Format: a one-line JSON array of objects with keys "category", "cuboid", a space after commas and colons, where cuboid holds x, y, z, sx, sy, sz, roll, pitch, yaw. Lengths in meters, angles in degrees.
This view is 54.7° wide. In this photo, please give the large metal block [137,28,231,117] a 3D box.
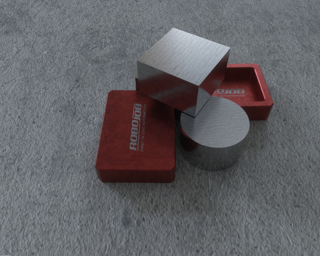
[{"category": "large metal block", "cuboid": [0.029, -0.071, 0.382, 0.080, 0.050, 0.080, 26, 55, 20]}]

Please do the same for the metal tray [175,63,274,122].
[{"category": "metal tray", "cuboid": [0.085, -0.052, 0.446, 0.131, 0.030, 0.090, -1, 50, -1]}]

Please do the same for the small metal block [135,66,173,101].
[{"category": "small metal block", "cuboid": [-0.008, -0.060, 0.439, 0.050, 0.050, 0.025, 1, 50, 0]}]

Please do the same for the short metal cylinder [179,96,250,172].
[{"category": "short metal cylinder", "cuboid": [0.065, 0.007, 0.383, 0.080, 0.050, 0.080, 0, 50, 0]}]

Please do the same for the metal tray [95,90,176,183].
[{"category": "metal tray", "cuboid": [-0.027, 0.007, 0.397, 0.091, 0.030, 0.130, 1, 50, 0]}]
